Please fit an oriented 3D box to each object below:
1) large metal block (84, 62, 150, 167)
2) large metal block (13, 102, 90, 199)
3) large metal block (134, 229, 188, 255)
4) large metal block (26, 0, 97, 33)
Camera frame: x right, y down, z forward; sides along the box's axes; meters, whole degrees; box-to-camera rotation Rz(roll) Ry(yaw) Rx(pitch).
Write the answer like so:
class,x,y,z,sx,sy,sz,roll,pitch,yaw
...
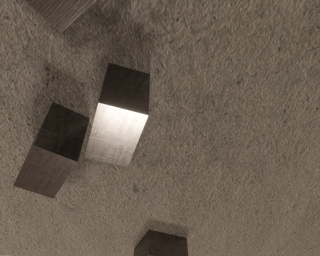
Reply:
class,x,y,z,sx,sy,sz,roll,pitch,yaw
large metal block,-0.048,-0.016,0.357,0.050,0.080,0.079,14,129,-12
large metal block,-0.136,0.028,0.393,0.050,0.080,0.080,25,125,-20
large metal block,0.000,0.248,0.602,0.081,0.050,0.079,18,128,-16
large metal block,-0.084,-0.145,0.266,0.080,0.050,0.080,-31,124,23
